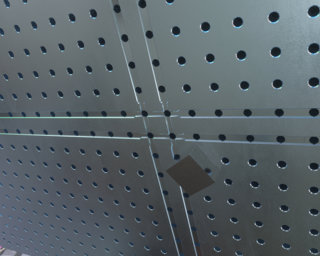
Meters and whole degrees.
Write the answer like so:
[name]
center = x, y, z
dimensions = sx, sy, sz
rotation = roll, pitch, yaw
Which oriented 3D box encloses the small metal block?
[small metal block]
center = 0.045, 0.059, 0.424
dimensions = 0.050, 0.025, 0.050
rotation = 47, 129, -5
